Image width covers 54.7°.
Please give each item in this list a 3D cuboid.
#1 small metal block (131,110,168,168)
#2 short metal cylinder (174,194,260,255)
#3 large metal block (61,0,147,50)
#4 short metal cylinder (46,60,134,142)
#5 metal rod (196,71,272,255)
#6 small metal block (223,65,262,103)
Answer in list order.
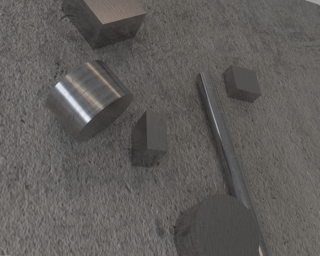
[{"bbox_3d":[-0.014,0.014,0.371,0.025,0.050,0.050,11,57,-23],"label":"small metal block"},{"bbox_3d":[0.063,0.120,0.348,0.081,0.050,0.080,14,56,-21],"label":"short metal cylinder"},{"bbox_3d":[-0.081,-0.169,0.447,0.081,0.050,0.080,-31,79,-38],"label":"large metal block"},{"bbox_3d":[-0.076,-0.029,0.345,0.050,0.080,0.080,48,51,5],"label":"short metal cylinder"},{"bbox_3d":[0.099,0.050,0.426,0.025,0.025,0.299,2,61,-27],"label":"metal rod"},{"bbox_3d":[0.138,-0.075,0.523,0.050,0.025,0.050,10,58,-23],"label":"small metal block"}]
